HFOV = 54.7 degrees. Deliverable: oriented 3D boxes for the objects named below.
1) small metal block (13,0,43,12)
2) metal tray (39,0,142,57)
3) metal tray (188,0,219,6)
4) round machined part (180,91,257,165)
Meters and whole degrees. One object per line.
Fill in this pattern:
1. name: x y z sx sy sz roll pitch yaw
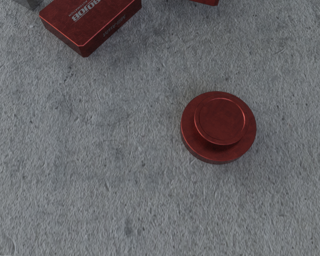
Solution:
1. small metal block: -0.214 -0.213 0.470 0.050 0.050 0.025 31 73 10
2. metal tray: -0.102 -0.179 0.470 0.090 0.030 0.130 39 74 12
3. metal tray: 0.034 -0.235 0.475 0.131 0.030 0.090 16 49 5
4. round machined part: 0.077 -0.005 0.402 0.099 0.042 0.098 0 70 -1
